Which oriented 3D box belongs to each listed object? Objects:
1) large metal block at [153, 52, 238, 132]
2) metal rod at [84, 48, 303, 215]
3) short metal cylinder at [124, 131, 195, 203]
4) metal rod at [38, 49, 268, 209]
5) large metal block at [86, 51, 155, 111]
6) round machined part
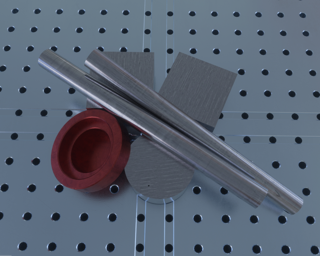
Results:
[{"bbox_3d":[0.045,-0.042,0.409,0.080,0.050,0.080,23,72,8],"label":"large metal block"},{"bbox_3d":[0.042,0.006,0.366,0.301,0.025,0.025,36,73,-3],"label":"metal rod"},{"bbox_3d":[0.000,0.049,0.376,0.081,0.050,0.080,0,70,0],"label":"short metal cylinder"},{"bbox_3d":[-0.016,-0.005,0.355,0.301,0.025,0.025,33,73,10],"label":"metal rod"},{"bbox_3d":[-0.048,-0.053,0.410,0.081,0.050,0.080,1,70,0],"label":"large metal block"},{"bbox_3d":[-0.079,0.030,0.375,0.098,0.042,0.098,-10,65,21],"label":"round machined part"}]
